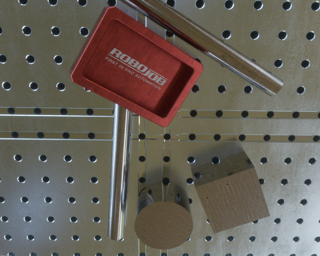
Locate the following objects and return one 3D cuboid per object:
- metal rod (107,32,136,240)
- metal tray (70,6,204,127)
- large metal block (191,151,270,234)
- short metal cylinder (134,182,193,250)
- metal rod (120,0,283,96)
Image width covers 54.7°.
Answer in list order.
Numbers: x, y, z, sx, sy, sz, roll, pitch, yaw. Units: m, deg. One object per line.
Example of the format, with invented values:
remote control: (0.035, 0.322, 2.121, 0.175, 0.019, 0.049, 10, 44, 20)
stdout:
metal rod: (-0.053, 0.024, 0.421, 0.025, 0.025, 0.298, 5, 110, -2)
metal tray: (-0.025, -0.067, 0.361, 0.131, 0.030, 0.090, 27, 101, -26)
large metal block: (0.098, 0.090, 0.435, 0.080, 0.050, 0.080, -20, 109, 7)
short metal cylinder: (0.005, 0.126, 0.447, 0.081, 0.050, 0.079, 0, 110, -1)
metal rod: (0.020, -0.124, 0.367, 0.301, 0.025, 0.025, 30, 107, -11)
